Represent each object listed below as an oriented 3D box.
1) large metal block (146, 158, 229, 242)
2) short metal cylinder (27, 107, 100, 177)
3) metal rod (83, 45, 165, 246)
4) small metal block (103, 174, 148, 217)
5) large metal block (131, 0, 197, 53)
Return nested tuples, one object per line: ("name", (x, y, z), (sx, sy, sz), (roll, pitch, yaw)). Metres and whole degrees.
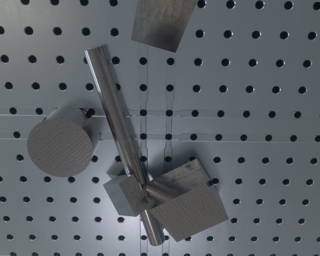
("large metal block", (0.037, 0.101, 0.428), (0.080, 0.050, 0.080), (-28, 122, 9))
("short metal cylinder", (-0.123, 0.017, 0.405), (0.081, 0.050, 0.079), (0, 110, 0))
("metal rod", (-0.042, 0.038, 0.426), (0.025, 0.025, 0.298), (-14, 110, 5))
("small metal block", (-0.047, 0.093, 0.427), (0.025, 0.050, 0.050), (-31, 97, -35))
("large metal block", (0.009, -0.138, 0.316), (0.050, 0.080, 0.080), (15, 68, -6))
